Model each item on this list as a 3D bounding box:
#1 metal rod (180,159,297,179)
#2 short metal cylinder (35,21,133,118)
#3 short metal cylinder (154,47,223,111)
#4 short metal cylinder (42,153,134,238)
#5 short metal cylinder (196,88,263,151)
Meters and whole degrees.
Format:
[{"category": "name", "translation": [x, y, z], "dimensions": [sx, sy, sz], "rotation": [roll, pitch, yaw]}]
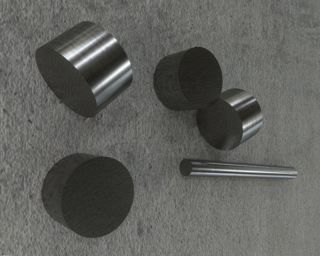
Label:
[{"category": "metal rod", "translation": [0.151, 0.073, 0.531], "dimensions": [0.302, 0.025, 0.025], "rotation": [9, 85, -40]}, {"category": "short metal cylinder", "translation": [-0.074, -0.057, 0.307], "dimensions": [0.050, 0.080, 0.080], "rotation": [-47, 118, -30]}, {"category": "short metal cylinder", "translation": [0.039, -0.064, 0.418], "dimensions": [0.081, 0.050, 0.080], "rotation": [1, 88, -38]}, {"category": "short metal cylinder", "translation": [-0.075, 0.068, 0.326], "dimensions": [0.081, 0.050, 0.079], "rotation": [0, 90, -40]}, {"category": "short metal cylinder", "translation": [0.101, -0.013, 0.453], "dimensions": [0.050, 0.080, 0.080], "rotation": [-25, 106, -37]}]
